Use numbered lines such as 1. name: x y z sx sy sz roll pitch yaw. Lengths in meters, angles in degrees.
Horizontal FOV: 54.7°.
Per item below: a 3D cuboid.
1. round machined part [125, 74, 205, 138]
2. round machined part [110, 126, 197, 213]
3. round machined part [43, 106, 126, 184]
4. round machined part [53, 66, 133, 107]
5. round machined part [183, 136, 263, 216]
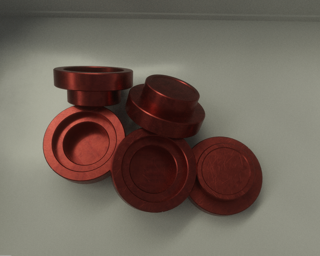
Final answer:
1. round machined part: 0.010 -0.033 0.382 0.099 0.042 0.098 15 30 -8
2. round machined part: -0.010 0.050 0.368 0.099 0.042 0.098 3 76 -13
3. round machined part: -0.090 0.022 0.389 0.099 0.042 0.098 0 70 -1
4. round machined part: -0.084 -0.054 0.399 0.099 0.098 0.042 3 106 0
5. round machined part: 0.077 0.056 0.379 0.099 0.042 0.098 0 70 -1
